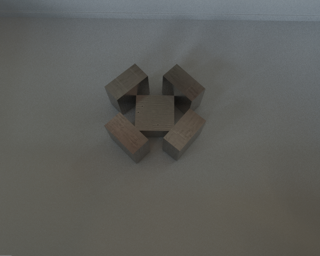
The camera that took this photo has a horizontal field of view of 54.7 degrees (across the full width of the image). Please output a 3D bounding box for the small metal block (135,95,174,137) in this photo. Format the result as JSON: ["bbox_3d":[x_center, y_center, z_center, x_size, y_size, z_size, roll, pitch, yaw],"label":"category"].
[{"bbox_3d":[-0.007,-0.016,0.413,0.050,0.025,0.050,1,70,0],"label":"small metal block"}]

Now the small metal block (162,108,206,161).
[{"bbox_3d":[0.029,0.010,0.390,0.025,0.050,0.050,39,74,12],"label":"small metal block"}]

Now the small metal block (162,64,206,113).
[{"bbox_3d":[0.030,-0.049,0.412,0.025,0.050,0.050,-43,77,-15],"label":"small metal block"}]

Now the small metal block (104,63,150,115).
[{"bbox_3d":[-0.042,-0.050,0.412,0.050,0.050,0.025,-40,74,-13],"label":"small metal block"}]

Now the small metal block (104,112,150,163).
[{"bbox_3d":[-0.040,0.014,0.389,0.025,0.050,0.050,-43,76,-13],"label":"small metal block"}]
